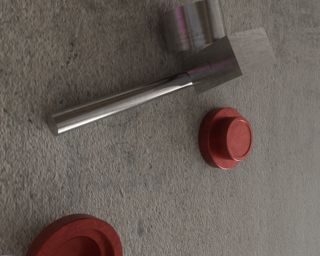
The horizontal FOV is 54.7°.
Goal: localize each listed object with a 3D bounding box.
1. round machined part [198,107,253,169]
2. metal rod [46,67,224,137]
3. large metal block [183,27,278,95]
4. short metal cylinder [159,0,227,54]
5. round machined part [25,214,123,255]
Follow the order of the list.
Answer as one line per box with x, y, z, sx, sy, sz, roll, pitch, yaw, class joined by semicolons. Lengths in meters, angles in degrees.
0.109;0.016;0.485;0.099;0.042;0.097;0;90;-40;round machined part
0.000;-0.052;0.404;0.302;0.025;0.025;-24;106;-37;metal rod
0.093;-0.089;0.414;0.081;0.080;0.050;-23;92;-37;large metal block
0.044;-0.131;0.406;0.081;0.080;0.050;-25;106;-37;short metal cylinder
-0.091;0.137;0.318;0.099;0.042;0.097;0;90;-40;round machined part
